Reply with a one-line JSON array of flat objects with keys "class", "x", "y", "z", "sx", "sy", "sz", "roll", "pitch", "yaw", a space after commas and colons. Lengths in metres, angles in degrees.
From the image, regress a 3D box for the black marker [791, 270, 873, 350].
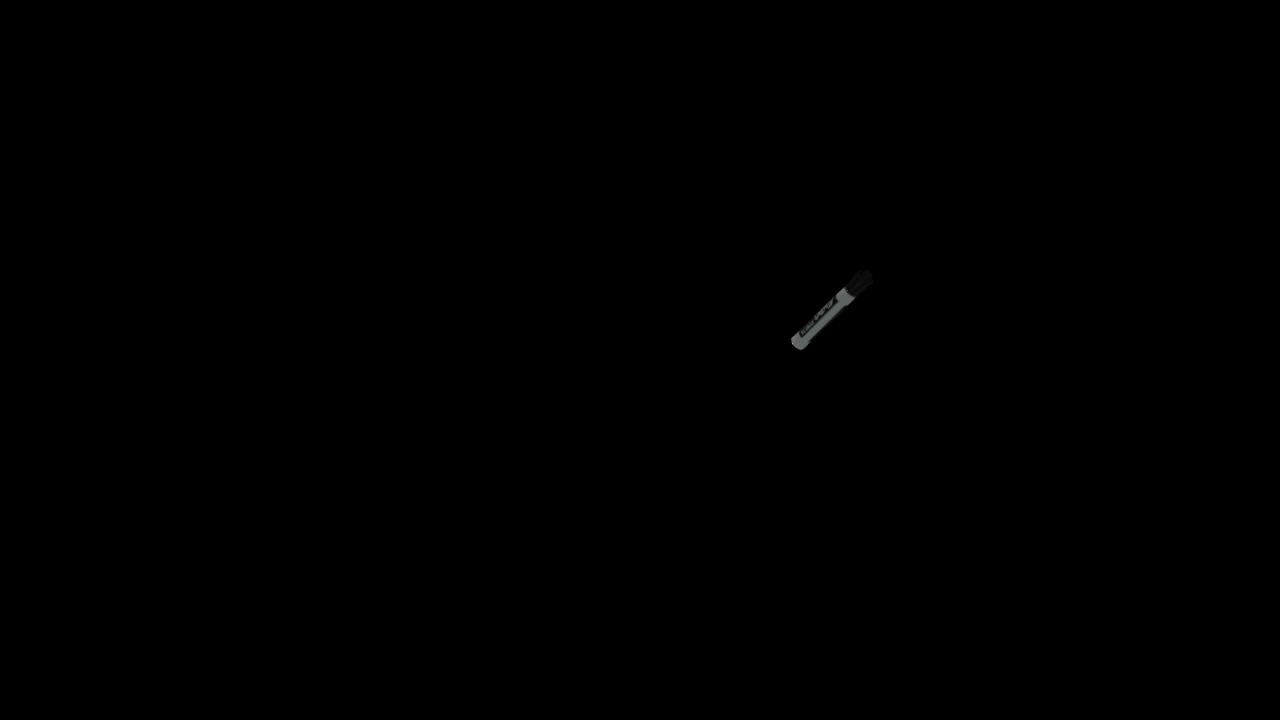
[{"class": "black marker", "x": 0.208, "y": -0.054, "z": 0.670, "sx": 0.020, "sy": 0.020, "sz": 0.121, "roll": 0, "pitch": -35, "yaw": -32}]
